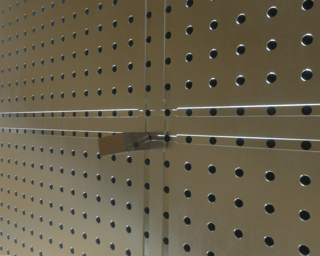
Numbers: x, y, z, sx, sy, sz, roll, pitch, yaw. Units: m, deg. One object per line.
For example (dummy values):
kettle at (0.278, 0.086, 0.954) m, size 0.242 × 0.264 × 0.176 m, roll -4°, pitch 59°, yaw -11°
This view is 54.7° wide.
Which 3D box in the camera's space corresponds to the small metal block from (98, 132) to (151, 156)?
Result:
small metal block at (-0.050, 0.022, 0.432) m, size 0.050 × 0.050 × 0.025 m, roll -13°, pitch 82°, yaw 39°
